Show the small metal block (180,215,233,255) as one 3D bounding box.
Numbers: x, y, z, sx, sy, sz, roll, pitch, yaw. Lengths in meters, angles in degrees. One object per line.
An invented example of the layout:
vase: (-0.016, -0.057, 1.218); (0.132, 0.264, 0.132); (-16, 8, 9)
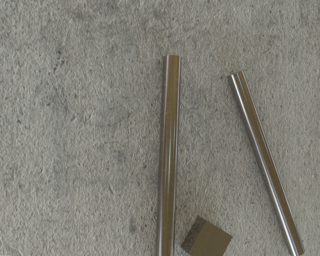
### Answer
small metal block: (0.066, 0.160, 0.435); (0.050, 0.025, 0.050); (35, 79, -17)

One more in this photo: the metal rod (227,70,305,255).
metal rod: (0.163, 0.058, 0.471); (0.025, 0.025, 0.298); (-24, 98, -19)

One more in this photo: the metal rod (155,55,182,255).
metal rod: (0.011, 0.054, 0.414); (0.025, 0.025, 0.298); (3, 89, -20)
